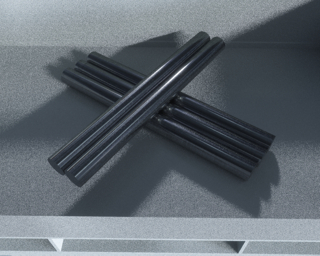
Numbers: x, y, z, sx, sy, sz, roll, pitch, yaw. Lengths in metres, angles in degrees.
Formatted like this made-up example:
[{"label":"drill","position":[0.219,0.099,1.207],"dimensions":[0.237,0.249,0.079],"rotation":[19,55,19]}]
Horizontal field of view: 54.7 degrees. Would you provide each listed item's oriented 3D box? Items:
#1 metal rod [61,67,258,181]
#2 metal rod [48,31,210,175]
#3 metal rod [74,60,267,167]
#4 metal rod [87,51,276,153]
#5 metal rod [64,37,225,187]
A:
[{"label":"metal rod","position":[-0.016,-0.014,0.415],"dimensions":[0.300,0.025,0.025],"rotation":[28,55,21]},{"label":"metal rod","position":[-0.022,-0.050,0.412],"dimensions":[0.025,0.025,0.301],"rotation":[30,56,23]},{"label":"metal rod","position":[0.000,-0.029,0.427],"dimensions":[0.300,0.025,0.025],"rotation":[28,55,21]},{"label":"metal rod","position":[0.015,-0.045,0.441],"dimensions":[0.300,0.025,0.025],"rotation":[28,56,21]},{"label":"metal rod","position":[-0.001,-0.038,0.403],"dimensions":[0.025,0.025,0.301],"rotation":[30,56,23]}]
